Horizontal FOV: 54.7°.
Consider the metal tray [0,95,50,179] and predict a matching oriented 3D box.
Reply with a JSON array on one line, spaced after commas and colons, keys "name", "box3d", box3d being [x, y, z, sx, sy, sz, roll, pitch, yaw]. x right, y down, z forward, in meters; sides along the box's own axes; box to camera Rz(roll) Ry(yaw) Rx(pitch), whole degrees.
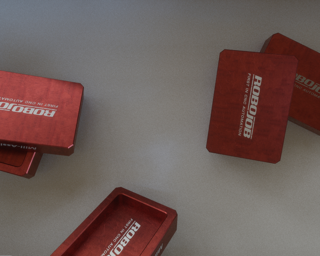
[{"name": "metal tray", "box3d": [-0.213, 0.004, 0.395, 0.131, 0.030, 0.090, 16, 74, -1]}]

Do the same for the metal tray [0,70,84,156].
[{"name": "metal tray", "box3d": [-0.166, -0.020, 0.378, 0.131, 0.030, 0.090, 8, 64, -11]}]

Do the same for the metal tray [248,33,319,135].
[{"name": "metal tray", "box3d": [0.185, -0.056, 0.410, 0.130, 0.030, 0.090, 26, 90, 0]}]

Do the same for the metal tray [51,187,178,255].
[{"name": "metal tray", "box3d": [-0.048, 0.131, 0.349, 0.090, 0.131, 0.030, 18, 127, 24]}]

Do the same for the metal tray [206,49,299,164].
[{"name": "metal tray", "box3d": [0.113, -0.028, 0.389, 0.090, 0.030, 0.129, 9, 99, 15]}]
